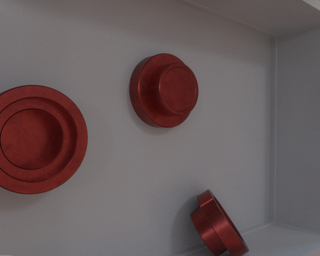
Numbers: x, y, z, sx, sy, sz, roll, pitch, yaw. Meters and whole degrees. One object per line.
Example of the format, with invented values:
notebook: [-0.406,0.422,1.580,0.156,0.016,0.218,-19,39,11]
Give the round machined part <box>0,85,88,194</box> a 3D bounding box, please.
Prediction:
round machined part: [-0.123,0.010,0.292,0.099,0.042,0.097,0,90,-40]

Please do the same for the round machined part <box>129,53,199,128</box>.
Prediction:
round machined part: [0.012,-0.049,0.406,0.099,0.042,0.097,0,90,-40]

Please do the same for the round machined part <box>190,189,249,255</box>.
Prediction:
round machined part: [0.079,0.140,0.438,0.042,0.098,0.098,-34,117,4]
